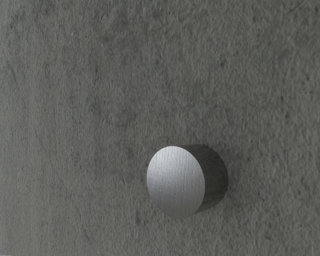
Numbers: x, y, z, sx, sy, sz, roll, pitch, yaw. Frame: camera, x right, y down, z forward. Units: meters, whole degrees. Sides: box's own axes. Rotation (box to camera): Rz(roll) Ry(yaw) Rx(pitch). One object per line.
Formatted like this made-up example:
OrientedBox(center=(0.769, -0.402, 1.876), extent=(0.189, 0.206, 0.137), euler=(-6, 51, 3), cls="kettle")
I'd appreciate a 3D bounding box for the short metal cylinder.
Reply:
OrientedBox(center=(0.031, 0.060, 0.361), extent=(0.080, 0.050, 0.079), euler=(0, 90, 39), cls="short metal cylinder")
